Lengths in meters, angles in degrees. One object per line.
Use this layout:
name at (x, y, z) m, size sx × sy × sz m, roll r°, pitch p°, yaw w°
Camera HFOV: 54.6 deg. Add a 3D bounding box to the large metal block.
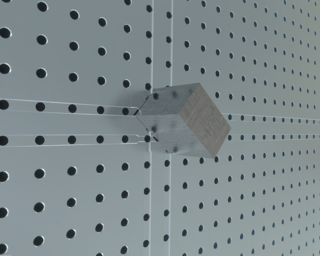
large metal block at (0.030, -0.008, 0.397) m, size 0.080 × 0.080 × 0.050 m, roll 49°, pitch 61°, yaw -29°
